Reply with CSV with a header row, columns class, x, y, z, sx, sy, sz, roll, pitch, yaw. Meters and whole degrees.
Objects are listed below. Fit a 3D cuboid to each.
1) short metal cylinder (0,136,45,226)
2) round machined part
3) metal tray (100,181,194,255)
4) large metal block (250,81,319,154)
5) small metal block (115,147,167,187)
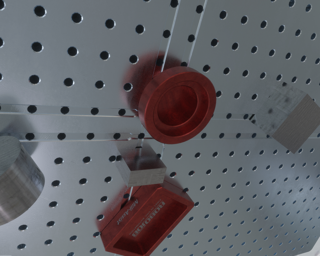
class,x,y,z,sx,sy,sz,roll,pitch,yaw
short metal cylinder,-0.168,0.053,0.317,0.080,0.080,0.050,-27,128,-12
round machined part,0.018,-0.031,0.391,0.099,0.042,0.097,-14,124,-21
metal tray,-0.019,0.144,0.487,0.130,0.030,0.090,-50,129,7
large metal block,0.207,-0.015,0.499,0.080,0.050,0.080,30,102,-38
small metal block,-0.026,0.051,0.412,0.050,0.050,0.025,-1,119,-28
